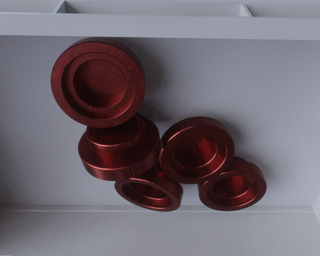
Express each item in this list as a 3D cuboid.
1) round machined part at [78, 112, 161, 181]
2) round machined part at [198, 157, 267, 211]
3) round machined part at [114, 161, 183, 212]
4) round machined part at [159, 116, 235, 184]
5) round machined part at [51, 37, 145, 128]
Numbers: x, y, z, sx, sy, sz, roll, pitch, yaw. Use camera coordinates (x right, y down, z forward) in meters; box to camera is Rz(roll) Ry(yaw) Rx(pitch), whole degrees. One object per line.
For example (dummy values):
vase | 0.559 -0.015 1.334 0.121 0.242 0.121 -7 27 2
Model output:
round machined part | -0.050 0.013 0.371 0.099 0.098 0.042 -5 130 4
round machined part | 0.106 0.080 0.467 0.099 0.042 0.097 -1 132 -1
round machined part | -0.013 0.081 0.453 0.098 0.042 0.097 13 145 9
round machined part | 0.045 0.025 0.413 0.099 0.042 0.097 -5 124 -7
round machined part | -0.065 -0.052 0.344 0.099 0.042 0.097 -1 118 -1
